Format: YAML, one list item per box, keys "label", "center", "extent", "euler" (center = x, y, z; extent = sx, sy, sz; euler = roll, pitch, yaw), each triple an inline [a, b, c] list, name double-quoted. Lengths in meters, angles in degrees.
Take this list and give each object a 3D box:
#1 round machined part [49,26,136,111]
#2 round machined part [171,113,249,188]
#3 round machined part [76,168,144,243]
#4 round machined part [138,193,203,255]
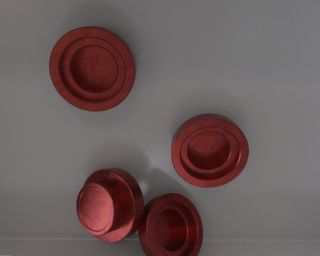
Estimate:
- label: "round machined part"
  center: [-0.078, -0.072, 0.375]
  extent: [0.099, 0.042, 0.097]
  euler: [0, 110, 0]
- label: "round machined part"
  center: [0.064, 0.027, 0.412]
  extent: [0.099, 0.042, 0.097]
  euler: [0, 110, 0]
- label: "round machined part"
  center: [-0.072, 0.104, 0.412]
  extent: [0.098, 0.042, 0.097]
  euler: [-1, 88, 33]
- label: "round machined part"
  center: [0.010, 0.144, 0.436]
  extent: [0.098, 0.098, 0.042]
  euler: [45, 140, -15]
